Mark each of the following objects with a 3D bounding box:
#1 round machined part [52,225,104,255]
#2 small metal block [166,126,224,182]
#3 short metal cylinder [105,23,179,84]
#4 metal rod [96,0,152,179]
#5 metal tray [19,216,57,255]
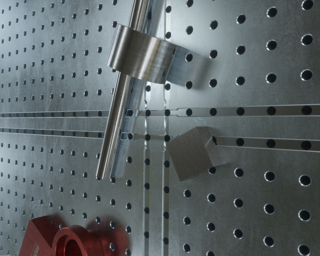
[{"bbox_3d":[-0.130,0.206,0.502,0.098,0.042,0.097,0,90,39],"label":"round machined part"},{"bbox_3d":[0.041,0.031,0.374,0.050,0.025,0.050,-32,70,35],"label":"small metal block"},{"bbox_3d":[-0.023,-0.093,0.390,0.080,0.081,0.050,32,110,35],"label":"short metal cylinder"},{"bbox_3d":[-0.051,-0.068,0.449,0.025,0.025,0.298,22,104,37],"label":"metal rod"},{"bbox_3d":[-0.230,0.247,0.592,0.090,0.030,0.129,35,111,34],"label":"metal tray"}]
